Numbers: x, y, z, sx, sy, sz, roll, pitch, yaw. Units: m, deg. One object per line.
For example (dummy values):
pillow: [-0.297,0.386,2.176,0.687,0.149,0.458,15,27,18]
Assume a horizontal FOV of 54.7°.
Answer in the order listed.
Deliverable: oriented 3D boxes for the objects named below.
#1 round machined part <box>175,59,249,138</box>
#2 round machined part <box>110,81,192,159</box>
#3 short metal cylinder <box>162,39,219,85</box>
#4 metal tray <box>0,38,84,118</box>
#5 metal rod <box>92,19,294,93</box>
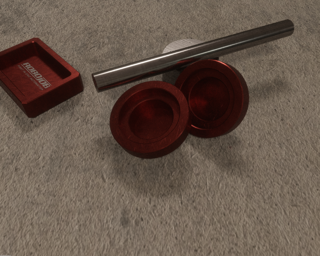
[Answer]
round machined part: [0.068,-0.037,0.401,0.098,0.097,0.042,38,23,27]
round machined part: [-0.009,-0.007,0.386,0.098,0.042,0.098,-6,62,12]
short metal cylinder: [0.044,-0.089,0.462,0.081,0.050,0.080,0,50,0]
metal tray: [-0.189,-0.080,0.464,0.091,0.030,0.130,-35,59,-26]
metal rod: [0.057,-0.103,0.425,0.302,0.025,0.025,-19,53,-16]
